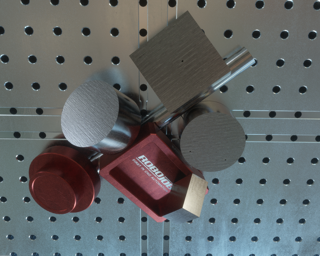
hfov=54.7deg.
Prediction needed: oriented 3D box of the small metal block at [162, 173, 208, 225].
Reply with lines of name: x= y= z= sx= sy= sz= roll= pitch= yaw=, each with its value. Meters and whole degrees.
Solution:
small metal block: x=0.033 y=0.093 z=0.403 sx=0.025 sy=0.050 sz=0.050 roll=32 pitch=142 yaw=-13

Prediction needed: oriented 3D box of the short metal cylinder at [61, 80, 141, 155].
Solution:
short metal cylinder: x=-0.070 y=-0.011 z=0.373 sx=0.080 sy=0.050 sz=0.080 roll=-7 pitch=72 yaw=24

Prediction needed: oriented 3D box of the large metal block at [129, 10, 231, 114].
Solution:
large metal block: x=0.025 y=-0.073 z=0.361 sx=0.080 sy=0.050 sz=0.080 roll=-35 pitch=87 yaw=12

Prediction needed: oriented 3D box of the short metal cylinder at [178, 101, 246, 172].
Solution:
short metal cylinder: x=0.065 y=0.010 z=0.404 sx=0.081 sy=0.050 sz=0.079 roll=0 pitch=110 yaw=0

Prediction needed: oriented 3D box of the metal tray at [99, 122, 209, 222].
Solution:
metal tray: x=-0.006 y=0.064 z=0.419 sx=0.090 sy=0.030 sz=0.130 roll=-36 pitch=119 yaw=12

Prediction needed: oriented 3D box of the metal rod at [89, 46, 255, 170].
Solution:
metal rod: x=-0.009 y=-0.005 z=0.413 sx=0.300 sy=0.025 sz=0.025 roll=-35 pitch=107 yaw=12

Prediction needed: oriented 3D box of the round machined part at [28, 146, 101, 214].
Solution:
round machined part: x=-0.134 y=0.076 z=0.417 sx=0.098 sy=0.042 sz=0.097 roll=7 pitch=117 yaw=14
